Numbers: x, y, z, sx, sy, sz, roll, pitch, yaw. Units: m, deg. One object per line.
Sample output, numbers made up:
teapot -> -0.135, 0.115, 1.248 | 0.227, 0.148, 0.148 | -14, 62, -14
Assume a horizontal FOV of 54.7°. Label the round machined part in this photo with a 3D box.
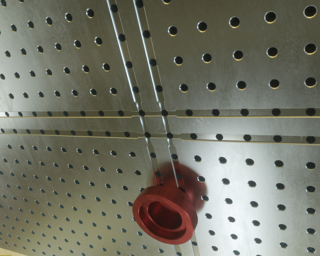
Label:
round machined part -> 0.011, 0.126, 0.471 | 0.098, 0.042, 0.097 | 13, 124, 20
